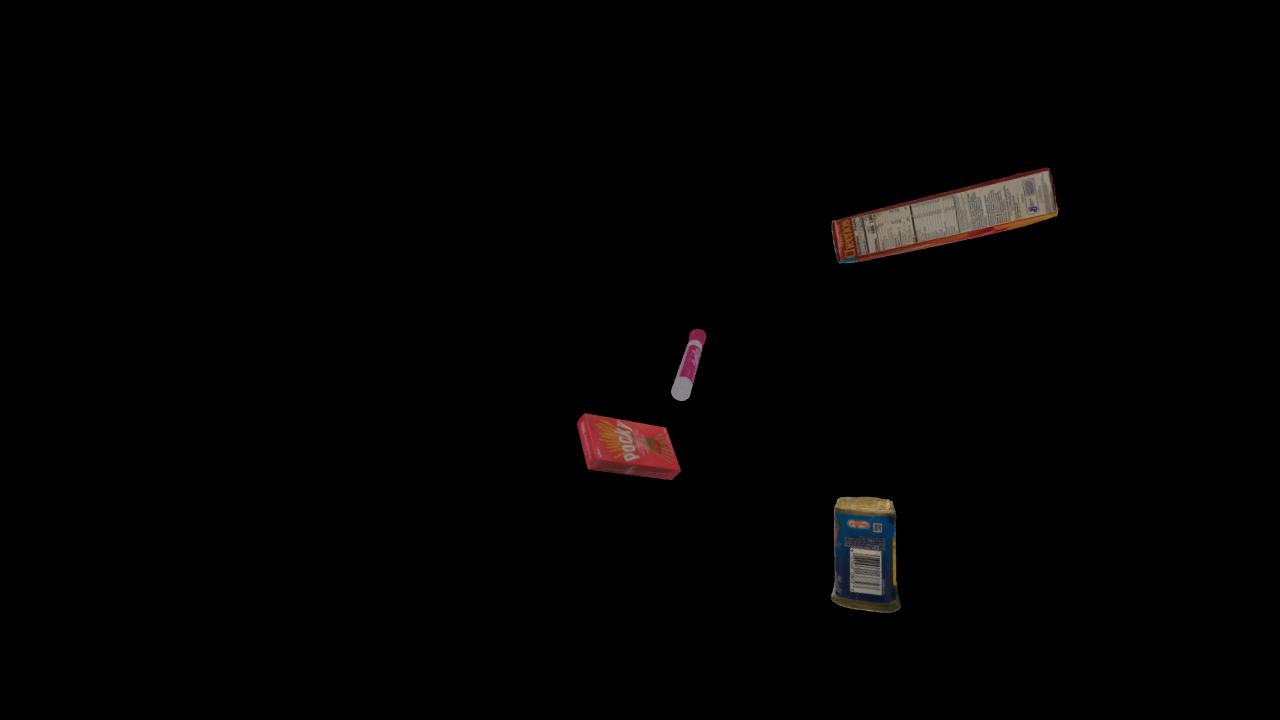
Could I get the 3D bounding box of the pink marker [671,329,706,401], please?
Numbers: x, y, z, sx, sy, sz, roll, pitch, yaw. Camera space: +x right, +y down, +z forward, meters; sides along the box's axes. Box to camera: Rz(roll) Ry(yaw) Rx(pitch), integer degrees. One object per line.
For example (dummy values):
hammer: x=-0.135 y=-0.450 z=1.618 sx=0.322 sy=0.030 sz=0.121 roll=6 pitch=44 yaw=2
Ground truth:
pink marker: x=0.052 y=0.001 z=0.631 sx=0.020 sy=0.020 sz=0.121 roll=0 pitch=30 yaw=15

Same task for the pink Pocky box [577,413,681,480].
pink Pocky box: x=-0.015 y=0.129 z=0.911 sx=0.155 sy=0.084 sz=0.029 roll=14 pitch=-50 yaw=-34

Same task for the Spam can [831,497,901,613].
Spam can: x=0.211 y=0.176 z=0.575 sx=0.058 sy=0.085 sz=0.101 roll=0 pitch=-5 yaw=20

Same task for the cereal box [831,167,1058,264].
cereal box: x=0.476 y=-0.225 z=1.009 sx=0.306 sy=0.081 sz=0.203 roll=-11 pitch=5 yaw=20
